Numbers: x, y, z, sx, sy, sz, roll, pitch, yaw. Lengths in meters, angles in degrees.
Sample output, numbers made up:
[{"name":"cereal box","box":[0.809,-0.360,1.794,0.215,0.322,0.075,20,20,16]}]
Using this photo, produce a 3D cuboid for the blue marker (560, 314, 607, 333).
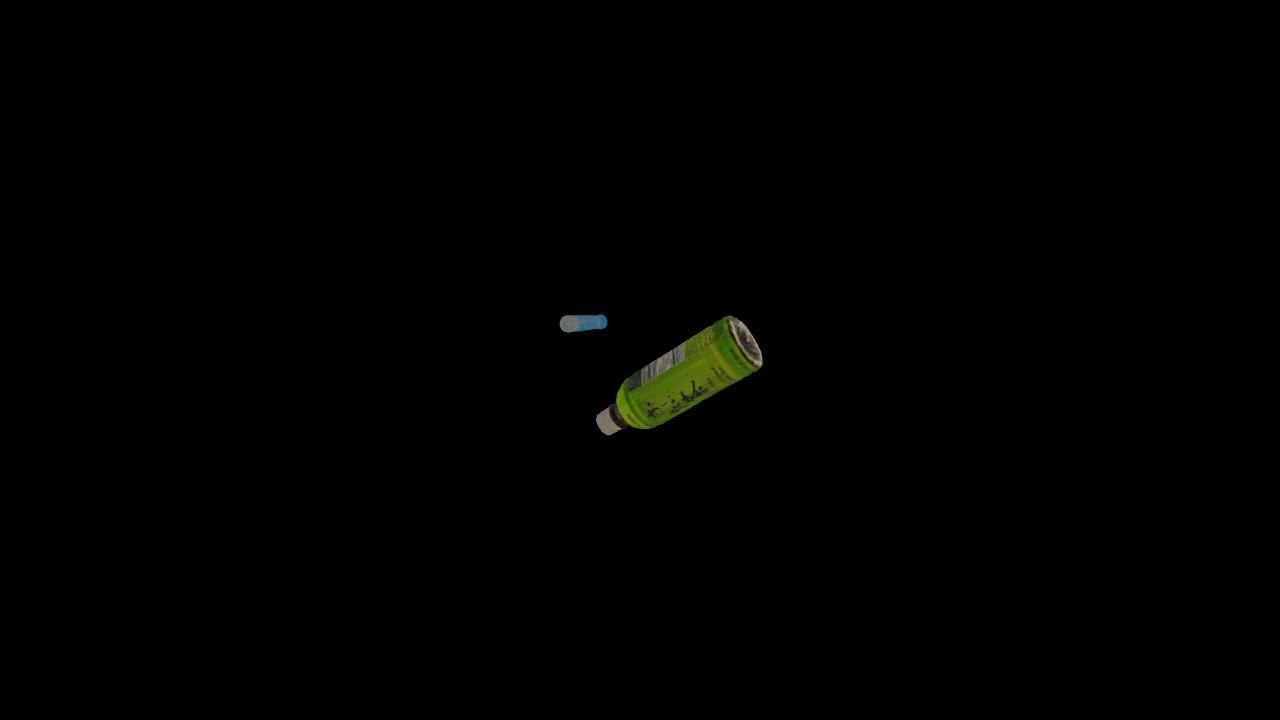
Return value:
[{"name":"blue marker","box":[-0.063,-0.044,0.721,0.020,0.020,0.121,0,5,14]}]

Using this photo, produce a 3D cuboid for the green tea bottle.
[{"name":"green tea bottle","box":[0.036,0.028,0.712,0.212,0.073,0.073,-30,-15,26]}]
